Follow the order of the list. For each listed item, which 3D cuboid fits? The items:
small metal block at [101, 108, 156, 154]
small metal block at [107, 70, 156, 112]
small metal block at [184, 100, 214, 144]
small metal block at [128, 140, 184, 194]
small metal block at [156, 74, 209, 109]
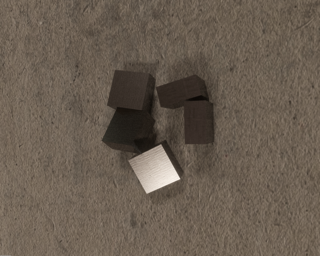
[{"bbox_3d":[-0.041,0.003,0.406,0.050,0.025,0.050,7,64,33],"label":"small metal block"},{"bbox_3d":[-0.038,-0.048,0.417,0.050,0.025,0.050,9,83,19],"label":"small metal block"},{"bbox_3d":[0.049,-0.006,0.378,0.025,0.050,0.050,-1,90,20],"label":"small metal block"},{"bbox_3d":[-0.005,0.050,0.405,0.050,0.025,0.050,-27,94,17],"label":"small metal block"},{"bbox_3d":[0.029,-0.043,0.385,0.050,0.050,0.025,-15,85,19],"label":"small metal block"}]
